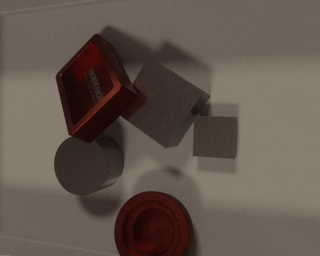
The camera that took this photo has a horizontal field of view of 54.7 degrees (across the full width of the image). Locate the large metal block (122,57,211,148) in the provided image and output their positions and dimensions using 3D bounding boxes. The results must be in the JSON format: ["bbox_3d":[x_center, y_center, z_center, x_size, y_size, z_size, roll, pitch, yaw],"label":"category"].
[{"bbox_3d":[0.005,-0.031,0.395,0.080,0.050,0.080,35,101,16],"label":"large metal block"}]

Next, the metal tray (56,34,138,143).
[{"bbox_3d":[-0.088,-0.055,0.404,0.090,0.030,0.130,-41,47,15],"label":"metal tray"}]

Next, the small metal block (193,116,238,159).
[{"bbox_3d":[0.069,0.011,0.386,0.050,0.025,0.050,2,91,19],"label":"small metal block"}]

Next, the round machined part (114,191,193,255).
[{"bbox_3d":[-0.005,0.131,0.395,0.098,0.042,0.098,-5,75,20],"label":"round machined part"}]

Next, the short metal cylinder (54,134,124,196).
[{"bbox_3d":[-0.097,0.049,0.430,0.080,0.050,0.079,0,90,19],"label":"short metal cylinder"}]
